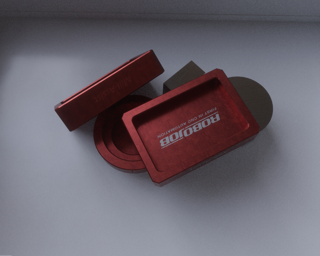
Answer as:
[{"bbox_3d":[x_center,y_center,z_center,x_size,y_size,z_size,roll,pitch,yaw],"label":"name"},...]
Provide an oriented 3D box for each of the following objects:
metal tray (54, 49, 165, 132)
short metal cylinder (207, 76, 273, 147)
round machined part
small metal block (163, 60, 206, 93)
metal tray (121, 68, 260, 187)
[{"bbox_3d":[-0.067,-0.048,0.388,0.131,0.090,0.030,-35,106,-13],"label":"metal tray"},{"bbox_3d":[0.098,-0.020,0.402,0.081,0.050,0.080,0,70,0],"label":"short metal cylinder"},{"bbox_3d":[-0.032,0.010,0.396,0.099,0.042,0.098,0,70,-1],"label":"round machined part"},{"bbox_3d":[0.031,-0.055,0.414,0.050,0.050,0.025,-41,75,-15],"label":"small metal block"},{"bbox_3d":[0.034,-0.001,0.356,0.131,0.030,0.090,-26,71,-5],"label":"metal tray"}]
